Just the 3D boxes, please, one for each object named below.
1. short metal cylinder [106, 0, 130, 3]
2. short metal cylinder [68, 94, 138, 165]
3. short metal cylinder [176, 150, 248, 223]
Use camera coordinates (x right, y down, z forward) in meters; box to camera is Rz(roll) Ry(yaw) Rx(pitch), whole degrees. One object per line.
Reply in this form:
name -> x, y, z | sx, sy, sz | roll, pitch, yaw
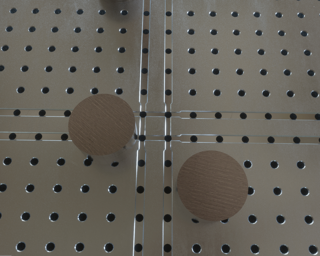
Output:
short metal cylinder -> -0.068, -0.248, 0.488 | 0.081, 0.050, 0.080 | 0, 70, -1
short metal cylinder -> -0.070, 0.003, 0.397 | 0.081, 0.050, 0.080 | 0, 70, 0
short metal cylinder -> 0.059, 0.072, 0.373 | 0.081, 0.050, 0.080 | 0, 70, 0
